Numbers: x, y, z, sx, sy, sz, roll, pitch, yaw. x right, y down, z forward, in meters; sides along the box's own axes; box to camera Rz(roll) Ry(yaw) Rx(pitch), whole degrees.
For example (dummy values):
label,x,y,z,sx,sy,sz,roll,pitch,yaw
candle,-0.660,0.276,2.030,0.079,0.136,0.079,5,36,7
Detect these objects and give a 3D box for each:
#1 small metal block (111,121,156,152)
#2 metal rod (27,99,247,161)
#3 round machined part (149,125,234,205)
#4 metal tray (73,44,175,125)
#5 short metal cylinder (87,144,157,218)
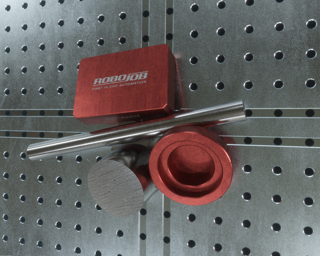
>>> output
label,x,y,z,sx,sy,sz,roll,pitch,yaw
small metal block,-0.035,0.015,0.433,0.050,0.025,0.050,19,96,18
metal rod,-0.044,0.007,0.400,0.301,0.025,0.025,-11,86,19
round machined part,0.039,0.041,0.377,0.098,0.042,0.097,5,113,13
metal tray,-0.047,-0.056,0.411,0.130,0.030,0.090,-5,70,19
short metal cylinder,-0.045,0.068,0.402,0.080,0.050,0.079,9,112,22
